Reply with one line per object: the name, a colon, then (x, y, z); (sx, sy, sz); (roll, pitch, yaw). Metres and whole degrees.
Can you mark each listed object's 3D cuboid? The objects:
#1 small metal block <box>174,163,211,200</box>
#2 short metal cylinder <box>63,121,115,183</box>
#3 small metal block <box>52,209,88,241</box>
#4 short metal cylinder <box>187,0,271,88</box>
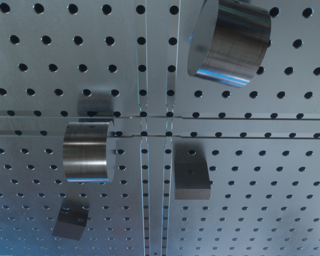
small metal block: (0.047, 0.079, 0.463); (0.050, 0.050, 0.025); (0, 130, -1)
short metal cylinder: (-0.088, 0.030, 0.400); (0.050, 0.080, 0.079); (0, 130, 0)
small metal block: (-0.163, 0.175, 0.559); (0.050, 0.025, 0.050); (17, 128, -14)
short metal cylinder: (0.064, -0.084, 0.305); (0.050, 0.080, 0.079); (12, 129, -11)
